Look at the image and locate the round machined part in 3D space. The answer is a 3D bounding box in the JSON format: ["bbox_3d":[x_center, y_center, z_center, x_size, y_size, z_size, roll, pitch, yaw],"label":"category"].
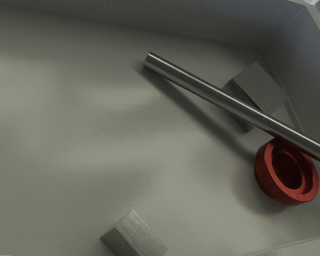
[{"bbox_3d":[0.179,0.066,0.453,0.099,0.042,0.098,14,56,-21],"label":"round machined part"}]

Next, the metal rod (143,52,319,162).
[{"bbox_3d":[0.113,-0.029,0.451,0.301,0.025,0.025,29,51,4],"label":"metal rod"}]

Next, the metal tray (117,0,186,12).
[{"bbox_3d":[-0.024,-0.260,0.551,0.131,0.030,0.090,-1,62,-29],"label":"metal tray"}]

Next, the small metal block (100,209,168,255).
[{"bbox_3d":[-0.027,0.114,0.307,0.050,0.050,0.025,48,51,5],"label":"small metal block"}]

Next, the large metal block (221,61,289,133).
[{"bbox_3d":[0.149,-0.052,0.504,0.080,0.050,0.081,49,51,6],"label":"large metal block"}]
